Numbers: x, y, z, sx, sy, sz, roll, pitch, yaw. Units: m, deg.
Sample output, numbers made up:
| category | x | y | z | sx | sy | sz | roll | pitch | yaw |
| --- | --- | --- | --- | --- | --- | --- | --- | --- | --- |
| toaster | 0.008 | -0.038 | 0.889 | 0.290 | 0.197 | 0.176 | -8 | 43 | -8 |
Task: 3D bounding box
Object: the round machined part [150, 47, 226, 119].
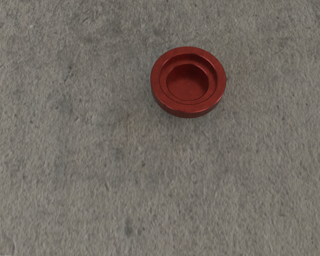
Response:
| category | x | y | z | sx | sy | sz | roll | pitch | yaw |
| --- | --- | --- | --- | --- | --- | --- | --- | --- | --- |
| round machined part | 0.037 | -0.058 | 0.421 | 0.099 | 0.042 | 0.098 | 0 | 70 | -1 |
